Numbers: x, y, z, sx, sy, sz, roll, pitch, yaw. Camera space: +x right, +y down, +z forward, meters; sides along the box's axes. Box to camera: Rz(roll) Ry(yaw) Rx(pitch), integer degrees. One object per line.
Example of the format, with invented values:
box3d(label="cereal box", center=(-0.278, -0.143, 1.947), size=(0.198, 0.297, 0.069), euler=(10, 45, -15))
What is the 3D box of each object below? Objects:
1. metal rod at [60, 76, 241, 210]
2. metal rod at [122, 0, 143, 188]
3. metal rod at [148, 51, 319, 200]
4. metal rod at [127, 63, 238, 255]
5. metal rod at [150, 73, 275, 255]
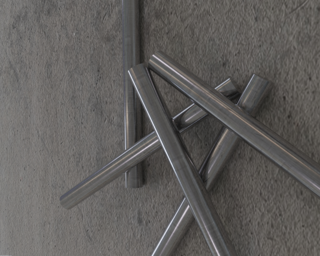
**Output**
box3d(label="metal rod", center=(-0.028, 0.032, 0.400), size=(0.299, 0.025, 0.025), euler=(-35, 68, 25))
box3d(label="metal rod", center=(-0.039, -0.067, 0.437), size=(0.025, 0.025, 0.298), euler=(-2, 89, 40))
box3d(label="metal rod", center=(0.100, 0.013, 0.295), size=(0.300, 0.025, 0.025), euler=(41, 115, 23))
box3d(label="metal rod", center=(0.037, 0.066, 0.341), size=(0.025, 0.025, 0.299), euler=(-30, 82, 36))
box3d(label="metal rod", center=(0.045, 0.075, 0.367), size=(0.025, 0.025, 0.298), euler=(39, 114, 33))
